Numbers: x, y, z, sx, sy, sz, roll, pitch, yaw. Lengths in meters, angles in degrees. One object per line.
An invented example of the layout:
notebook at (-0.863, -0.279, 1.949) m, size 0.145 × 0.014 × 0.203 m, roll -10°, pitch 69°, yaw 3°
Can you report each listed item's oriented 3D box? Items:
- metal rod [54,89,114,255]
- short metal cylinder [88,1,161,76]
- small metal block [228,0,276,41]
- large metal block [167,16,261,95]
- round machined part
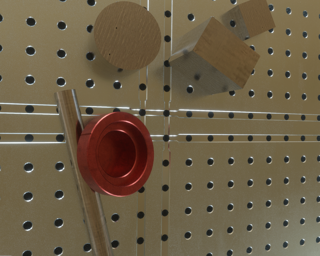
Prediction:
metal rod at (-0.083, 0.101, 0.382) m, size 0.025 × 0.025 × 0.298 m, roll -14°, pitch 95°, yaw -20°
short metal cylinder at (-0.045, -0.108, 0.383) m, size 0.081 × 0.050 × 0.079 m, roll 0°, pitch 90°, yaw -21°
small metal block at (0.139, -0.164, 0.465) m, size 0.050 × 0.025 × 0.050 m, roll -26°, pitch 99°, yaw -18°
large metal block at (0.068, -0.090, 0.410) m, size 0.080 × 0.080 × 0.050 m, roll 33°, pitch 79°, yaw -18°
round machined part at (-0.057, 0.031, 0.370) m, size 0.099 × 0.042 × 0.097 m, roll 8°, pitch 79°, yaw -45°
